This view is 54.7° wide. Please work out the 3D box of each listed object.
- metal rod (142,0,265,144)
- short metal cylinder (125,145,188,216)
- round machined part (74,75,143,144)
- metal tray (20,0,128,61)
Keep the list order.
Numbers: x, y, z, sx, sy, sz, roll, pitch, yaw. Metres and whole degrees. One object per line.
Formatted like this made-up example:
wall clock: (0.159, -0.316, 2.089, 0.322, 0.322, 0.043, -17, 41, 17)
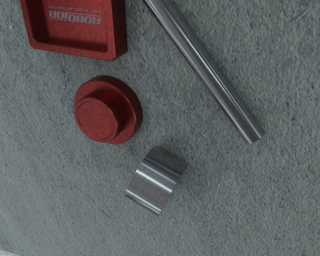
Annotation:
metal rod: (0.018, -0.106, 0.330, 0.025, 0.025, 0.300, -31, 102, 37)
short metal cylinder: (-0.004, 0.070, 0.415, 0.050, 0.080, 0.079, 30, 128, 9)
round machined part: (-0.077, -0.019, 0.423, 0.098, 0.042, 0.097, 13, 124, 20)
metal tray: (-0.105, -0.136, 0.372, 0.130, 0.030, 0.089, 13, 124, 20)
